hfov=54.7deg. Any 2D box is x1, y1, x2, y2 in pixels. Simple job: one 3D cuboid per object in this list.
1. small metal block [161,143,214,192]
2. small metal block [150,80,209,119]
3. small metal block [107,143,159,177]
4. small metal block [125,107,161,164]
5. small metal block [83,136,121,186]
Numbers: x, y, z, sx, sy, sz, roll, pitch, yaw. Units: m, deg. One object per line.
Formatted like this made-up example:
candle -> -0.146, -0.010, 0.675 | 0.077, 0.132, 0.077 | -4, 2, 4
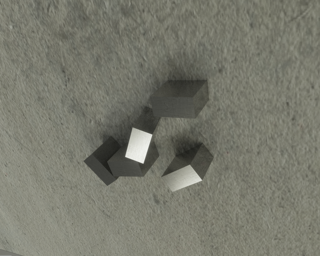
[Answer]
small metal block -> 0.036, 0.051, 0.402 | 0.050, 0.050, 0.025 | -30, 102, 37
small metal block -> 0.024, -0.034, 0.356 | 0.050, 0.050, 0.025 | 4, 120, 26
small metal block -> -0.037, 0.043, 0.435 | 0.050, 0.050, 0.025 | -4, 116, 30
small metal block -> -0.021, 0.009, 0.403 | 0.025, 0.050, 0.050 | 20, 127, 3
small metal block -> -0.075, 0.048, 0.458 | 0.050, 0.050, 0.025 | 48, 129, -6
